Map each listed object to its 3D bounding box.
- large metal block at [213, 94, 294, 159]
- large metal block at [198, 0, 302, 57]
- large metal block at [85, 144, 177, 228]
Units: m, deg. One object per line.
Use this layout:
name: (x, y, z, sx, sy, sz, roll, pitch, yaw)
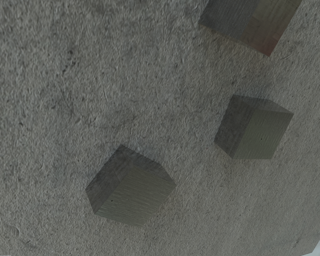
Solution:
large metal block: (0.140, 0.000, 0.467, 0.081, 0.050, 0.079, 4, 117, -30)
large metal block: (0.099, -0.135, 0.342, 0.050, 0.080, 0.080, 15, 111, -34)
large metal block: (-0.039, 0.080, 0.419, 0.080, 0.050, 0.080, 32, 100, -38)
